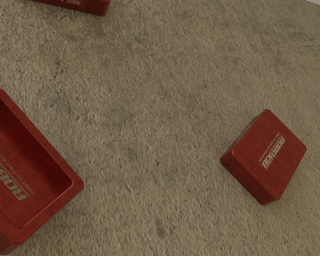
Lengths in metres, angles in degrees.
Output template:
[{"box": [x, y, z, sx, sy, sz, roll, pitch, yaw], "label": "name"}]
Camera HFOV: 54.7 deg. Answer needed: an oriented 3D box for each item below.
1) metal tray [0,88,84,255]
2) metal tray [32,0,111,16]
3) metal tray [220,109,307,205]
[{"box": [-0.142, 0.032, 0.275, 0.130, 0.030, 0.090, 50, 32, -3], "label": "metal tray"}, {"box": [-0.143, -0.221, 0.457, 0.131, 0.030, 0.090, 4, 60, -26], "label": "metal tray"}, {"box": [0.158, 0.039, 0.461, 0.090, 0.030, 0.131, 46, 51, 4], "label": "metal tray"}]
